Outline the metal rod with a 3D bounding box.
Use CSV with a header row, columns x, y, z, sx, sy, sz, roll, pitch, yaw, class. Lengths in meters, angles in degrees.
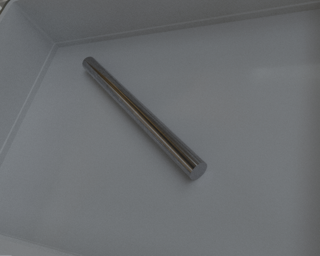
x,y,z,sx,sy,sz,roll,pitch,yaw,class
-0.040,-0.032,0.447,0.025,0.025,0.300,-44,51,-2,metal rod
